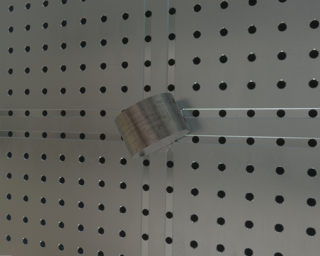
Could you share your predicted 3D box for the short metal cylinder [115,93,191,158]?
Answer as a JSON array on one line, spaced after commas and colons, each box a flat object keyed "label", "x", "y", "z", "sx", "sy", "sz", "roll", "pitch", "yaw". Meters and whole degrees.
[{"label": "short metal cylinder", "x": -0.009, "y": -0.002, "z": 0.386, "sx": 0.080, "sy": 0.080, "sz": 0.050, "roll": -30, "pitch": 80, "yaw": 18}]
